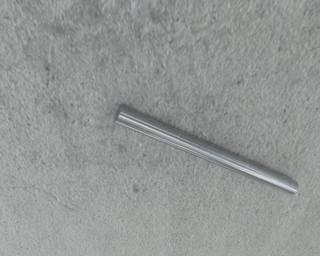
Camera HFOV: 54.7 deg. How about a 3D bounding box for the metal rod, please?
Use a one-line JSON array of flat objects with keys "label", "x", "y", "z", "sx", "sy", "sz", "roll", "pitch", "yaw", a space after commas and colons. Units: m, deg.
[{"label": "metal rod", "x": 0.078, "y": 0.038, "z": 0.440, "sx": 0.302, "sy": 0.025, "sz": 0.025, "roll": 23, "pitch": 126, "yaw": -19}]
